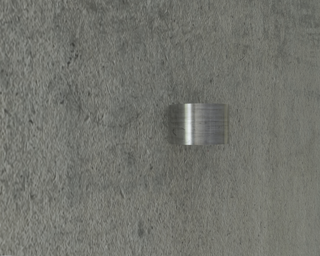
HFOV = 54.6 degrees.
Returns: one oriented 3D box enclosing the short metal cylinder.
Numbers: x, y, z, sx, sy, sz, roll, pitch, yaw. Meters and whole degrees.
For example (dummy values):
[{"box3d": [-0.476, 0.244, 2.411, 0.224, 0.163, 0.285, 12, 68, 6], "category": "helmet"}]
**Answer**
[{"box3d": [0.051, -0.005, 0.411, 0.081, 0.080, 0.050, -1, 91, -40], "category": "short metal cylinder"}]
